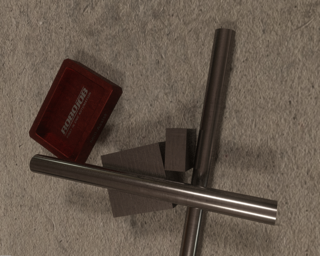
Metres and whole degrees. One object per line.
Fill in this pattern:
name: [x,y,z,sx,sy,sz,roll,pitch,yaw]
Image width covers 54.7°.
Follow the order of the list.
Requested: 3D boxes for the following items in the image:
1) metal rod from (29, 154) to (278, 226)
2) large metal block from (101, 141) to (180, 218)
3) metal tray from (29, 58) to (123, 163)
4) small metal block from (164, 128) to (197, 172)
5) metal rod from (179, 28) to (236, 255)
metal rod: [-0.023,0.067,0.363,0.301,0.025,0.025,8,93,19]
large metal block: [-0.022,0.065,0.402,0.080,0.050,0.080,-14,85,19]
metal tray: [-0.123,-0.022,0.448,0.090,0.030,0.129,32,100,16]
small metal block: [0.027,0.025,0.386,0.025,0.050,0.050,3,91,20]
metal rod: [0.058,0.029,0.388,0.025,0.025,0.298,10,93,19]
